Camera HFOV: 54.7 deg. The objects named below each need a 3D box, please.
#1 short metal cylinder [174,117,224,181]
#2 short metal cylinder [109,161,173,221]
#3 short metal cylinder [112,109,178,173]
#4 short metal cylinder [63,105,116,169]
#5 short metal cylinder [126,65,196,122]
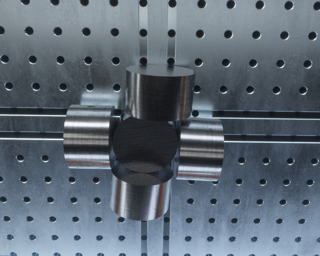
[{"bbox_3d":[0.047,0.026,0.394,0.050,0.080,0.079,3,110,-2],"label":"short metal cylinder"},{"bbox_3d":[-0.025,0.077,0.411,0.081,0.080,0.050,6,110,-2],"label":"short metal cylinder"},{"bbox_3d":[-0.019,0.011,0.404,0.081,0.050,0.079,-1,110,-1],"label":"short metal cylinder"},{"bbox_3d":[-0.084,0.011,0.387,0.050,0.080,0.079,1,110,-1],"label":"short metal cylinder"},{"bbox_3d":[0.000,-0.044,0.367,0.081,0.080,0.050,3,110,-1],"label":"short metal cylinder"}]
